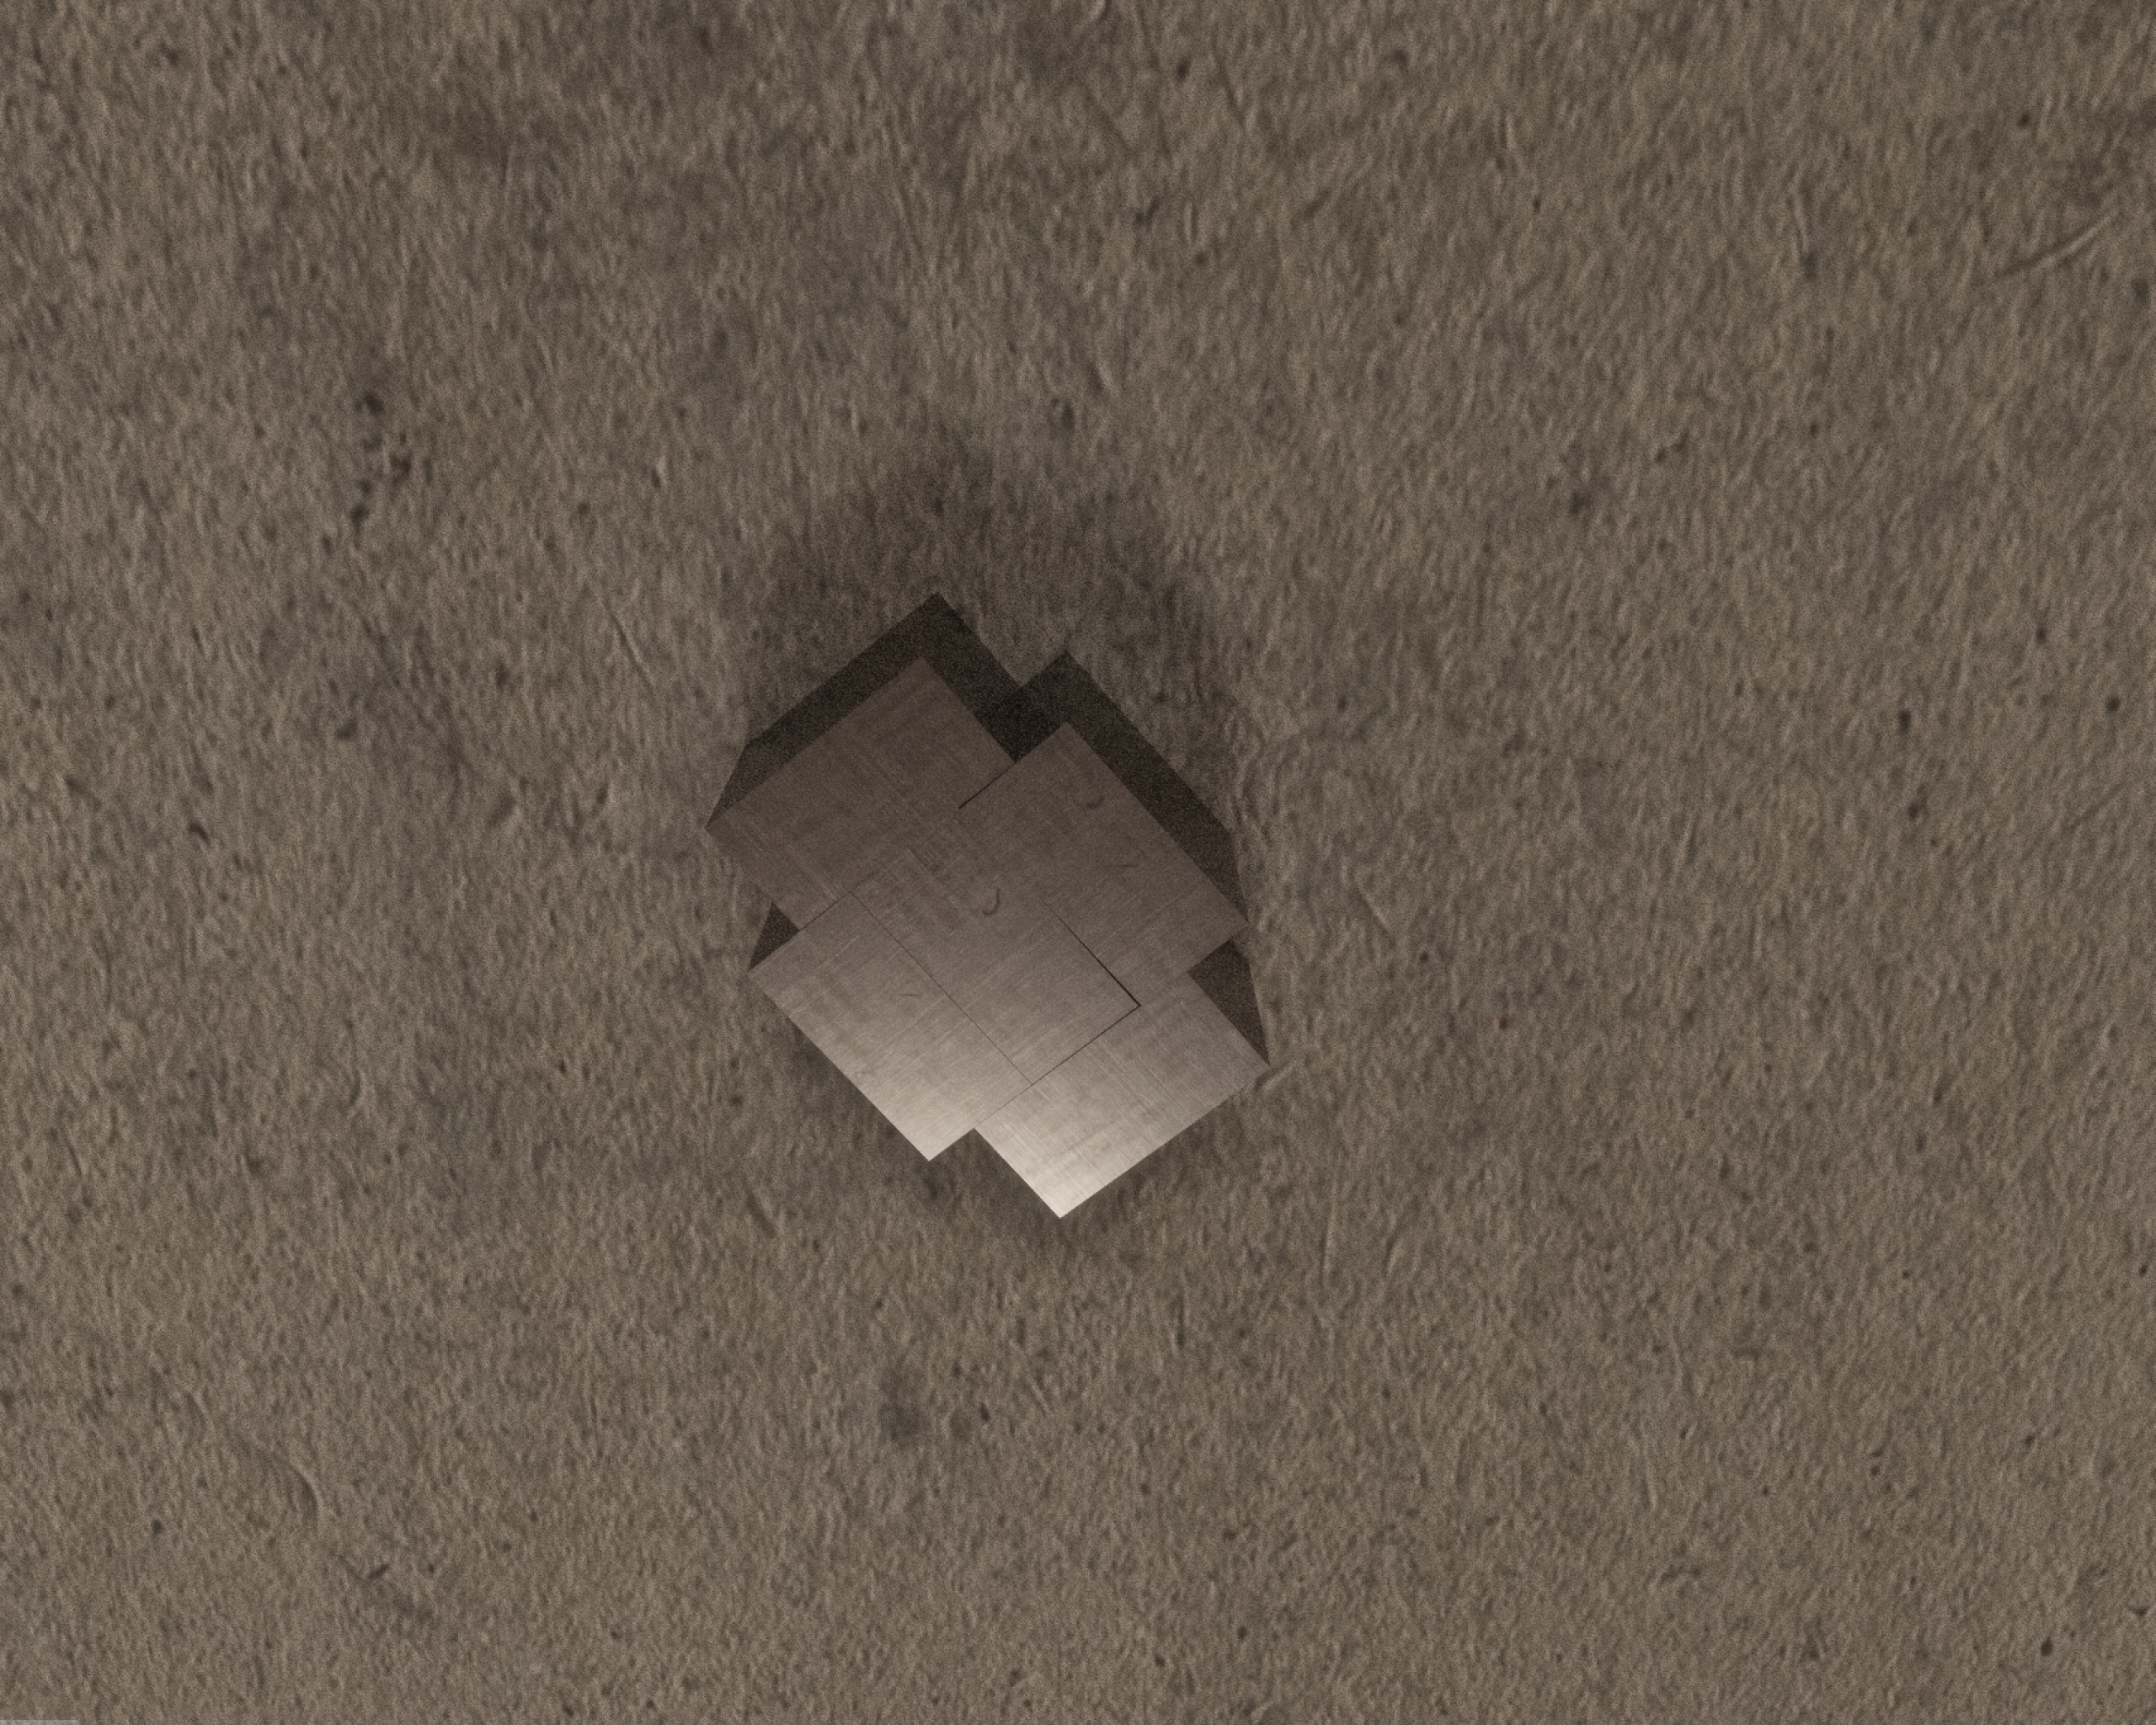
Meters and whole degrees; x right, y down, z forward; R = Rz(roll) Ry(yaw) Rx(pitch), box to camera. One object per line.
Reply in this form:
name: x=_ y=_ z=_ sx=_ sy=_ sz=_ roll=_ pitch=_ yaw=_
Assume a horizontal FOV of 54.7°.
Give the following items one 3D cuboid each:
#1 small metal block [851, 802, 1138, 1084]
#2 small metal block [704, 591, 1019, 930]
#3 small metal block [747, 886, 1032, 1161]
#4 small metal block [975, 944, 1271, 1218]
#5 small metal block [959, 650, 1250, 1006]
small metal block: x=-0.015 y=0.007 z=0.399 sx=0.025 sy=0.050 sz=0.050 roll=-38 pitch=106 yaw=12
small metal block: x=-0.038 y=-0.020 z=0.389 sx=0.050 sy=0.050 sz=0.025 roll=-37 pitch=106 yaw=12
small metal block: x=-0.034 y=0.022 z=0.405 sx=0.025 sy=0.050 sz=0.050 roll=-38 pitch=106 yaw=12
small metal block: x=0.008 y=0.035 z=0.410 sx=0.050 sy=0.050 sz=0.025 roll=-37 pitch=106 yaw=12
small metal block: x=0.005 y=-0.008 z=0.394 sx=0.025 sy=0.050 sz=0.050 roll=-39 pitch=106 yaw=13
